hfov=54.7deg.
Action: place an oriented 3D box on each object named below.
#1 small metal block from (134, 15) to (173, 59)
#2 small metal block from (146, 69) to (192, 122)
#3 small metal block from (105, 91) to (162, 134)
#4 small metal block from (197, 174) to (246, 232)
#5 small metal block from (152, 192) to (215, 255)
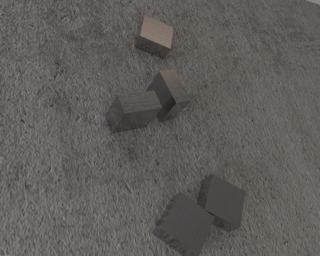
[{"bbox_3d":[-0.009,-0.142,0.485,0.050,0.025,0.050,19,54,-17],"label":"small metal block"},{"bbox_3d":[0.009,-0.043,0.419,0.025,0.050,0.050,-14,69,-34],"label":"small metal block"},{"bbox_3d":[-0.033,-0.020,0.381,0.050,0.050,0.025,-11,68,-33],"label":"small metal block"},{"bbox_3d":[0.075,0.094,0.387,0.050,0.025,0.050,29,52,-10],"label":"small metal block"},{"bbox_3d":[0.027,0.110,0.351,0.050,0.025,0.050,38,51,-3],"label":"small metal block"}]
